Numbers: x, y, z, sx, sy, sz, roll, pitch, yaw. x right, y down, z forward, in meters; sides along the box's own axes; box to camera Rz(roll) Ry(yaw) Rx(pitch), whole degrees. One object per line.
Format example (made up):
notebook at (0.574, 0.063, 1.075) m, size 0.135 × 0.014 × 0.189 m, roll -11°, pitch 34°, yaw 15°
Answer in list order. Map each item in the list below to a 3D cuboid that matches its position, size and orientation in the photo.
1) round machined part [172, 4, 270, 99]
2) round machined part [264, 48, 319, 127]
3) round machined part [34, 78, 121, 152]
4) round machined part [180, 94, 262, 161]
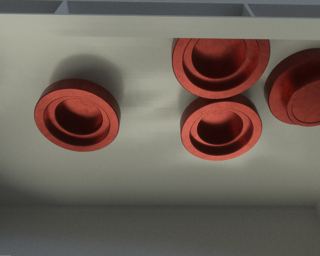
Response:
round machined part at (0.061, -0.082, 0.328) m, size 0.099 × 0.042 × 0.097 m, roll 0°, pitch 130°, yaw 0°
round machined part at (0.178, -0.040, 0.365) m, size 0.099 × 0.042 × 0.097 m, roll 0°, pitch 130°, yaw 0°
round machined part at (-0.097, -0.020, 0.380) m, size 0.099 × 0.042 × 0.097 m, roll 0°, pitch 130°, yaw 0°
round machined part at (0.075, -0.007, 0.393) m, size 0.099 × 0.042 × 0.097 m, roll 0°, pitch 130°, yaw 0°
